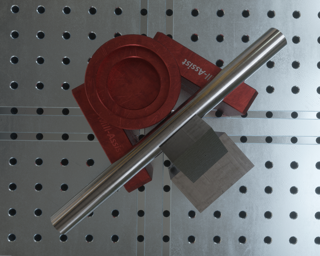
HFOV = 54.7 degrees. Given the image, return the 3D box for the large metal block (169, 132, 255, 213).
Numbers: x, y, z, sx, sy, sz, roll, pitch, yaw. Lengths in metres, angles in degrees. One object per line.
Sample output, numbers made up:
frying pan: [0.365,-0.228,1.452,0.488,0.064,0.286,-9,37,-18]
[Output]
large metal block: [0.058,0.049,0.383,0.080,0.080,0.050,-41,91,0]

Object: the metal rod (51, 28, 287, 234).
metal rod: [0.010,0.003,0.323,0.300,0.025,0.025,-41,91,-1]

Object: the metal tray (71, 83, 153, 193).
metal tray: [-0.053,0.008,0.380,0.030,0.090,0.130,-29,90,0]

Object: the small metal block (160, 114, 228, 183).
small metal block: [0.036,0.023,0.320,0.050,0.050,0.025,-43,46,0]

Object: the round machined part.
round machined part: [-0.028,-0.047,0.336,0.099,0.042,0.097,0,90,-1]

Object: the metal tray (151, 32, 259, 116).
metal tray: [0.046,-0.061,0.380,0.130,0.090,0.030,31,91,-1]
